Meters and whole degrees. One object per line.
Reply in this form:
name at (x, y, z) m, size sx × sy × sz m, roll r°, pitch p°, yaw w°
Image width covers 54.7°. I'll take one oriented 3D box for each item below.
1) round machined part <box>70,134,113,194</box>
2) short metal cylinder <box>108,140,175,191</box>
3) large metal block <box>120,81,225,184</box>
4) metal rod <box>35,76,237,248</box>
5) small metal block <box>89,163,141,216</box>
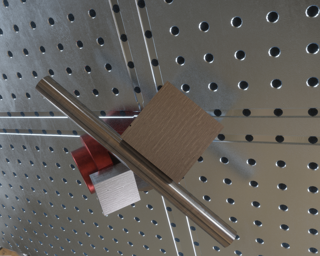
round machined part at (-0.095, 0.056, 0.447) m, size 0.098 × 0.042 × 0.098 m, roll 54°, pitch 160°, yaw 30°
short metal cylinder at (-0.025, 0.040, 0.428) m, size 0.080 × 0.050 × 0.079 m, roll 13°, pitch 124°, yaw 21°
large metal block at (0.013, 0.006, 0.359) m, size 0.080 × 0.050 × 0.080 m, roll 39°, pitch 86°, yaw 1°
metal rod at (-0.030, 0.041, 0.382) m, size 0.300 × 0.025 × 0.025 m, roll 40°, pitch 129°, yaw 1°
small metal block at (-0.058, 0.077, 0.401) m, size 0.025 × 0.050 × 0.050 m, roll 40°, pitch 146°, yaw 57°
